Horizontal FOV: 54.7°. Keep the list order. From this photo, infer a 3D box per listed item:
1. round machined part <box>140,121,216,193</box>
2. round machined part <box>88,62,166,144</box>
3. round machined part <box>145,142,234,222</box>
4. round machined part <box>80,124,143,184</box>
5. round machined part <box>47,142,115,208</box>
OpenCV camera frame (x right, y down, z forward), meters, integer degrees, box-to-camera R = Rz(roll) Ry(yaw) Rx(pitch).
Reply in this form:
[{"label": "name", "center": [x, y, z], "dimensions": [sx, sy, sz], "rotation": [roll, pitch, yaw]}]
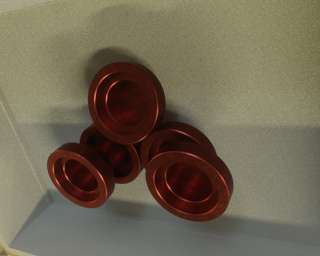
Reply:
[{"label": "round machined part", "center": [0.027, 0.034, 0.403], "dimensions": [0.098, 0.042, 0.097], "rotation": [13, 124, 21]}, {"label": "round machined part", "center": [-0.037, -0.032, 0.383], "dimensions": [0.098, 0.042, 0.097], "rotation": [6, 103, 26]}, {"label": "round machined part", "center": [0.036, 0.057, 0.358], "dimensions": [0.098, 0.042, 0.097], "rotation": [13, 124, 21]}, {"label": "round machined part", "center": [-0.063, 0.029, 0.447], "dimensions": [0.098, 0.042, 0.097], "rotation": [13, 124, 21]}, {"label": "round machined part", "center": [-0.105, 0.061, 0.435], "dimensions": [0.098, 0.042, 0.097], "rotation": [13, 124, 21]}]
